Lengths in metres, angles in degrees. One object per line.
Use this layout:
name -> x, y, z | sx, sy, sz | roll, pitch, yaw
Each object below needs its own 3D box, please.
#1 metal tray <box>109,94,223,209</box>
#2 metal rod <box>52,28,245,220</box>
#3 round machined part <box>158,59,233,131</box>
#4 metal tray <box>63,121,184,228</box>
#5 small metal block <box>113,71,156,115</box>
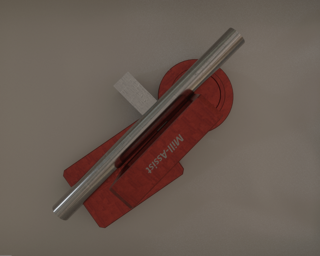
metal tray -> 0.006, 0.020, 0.340 | 0.030, 0.090, 0.130 | 43, 96, -3
metal rod -> -0.016, -0.002, 0.371 | 0.025, 0.025, 0.300 | 45, 94, -1
round machined part -> 0.046, -0.041, 0.402 | 0.099, 0.042, 0.097 | 0, 90, -1
metal tray -> -0.046, 0.056, 0.407 | 0.130, 0.030, 0.090 | -35, 90, -1
small metal block -> -0.030, -0.042, 0.397 | 0.025, 0.050, 0.050 | -45, 91, 0
